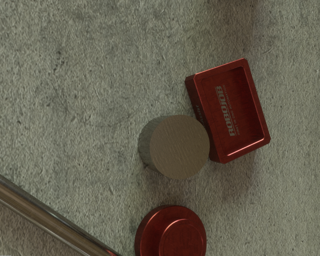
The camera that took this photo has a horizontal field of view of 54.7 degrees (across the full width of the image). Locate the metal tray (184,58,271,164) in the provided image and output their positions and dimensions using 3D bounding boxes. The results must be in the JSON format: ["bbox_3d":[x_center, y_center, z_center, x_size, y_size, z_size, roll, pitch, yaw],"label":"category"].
[{"bbox_3d":[0.098,-0.025,0.444,0.091,0.030,0.129,-21,97,-19],"label":"metal tray"}]

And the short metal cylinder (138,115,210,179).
[{"bbox_3d":[0.017,0.023,0.403,0.081,0.050,0.079,0,90,-21],"label":"short metal cylinder"}]

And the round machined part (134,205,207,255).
[{"bbox_3d":[0.020,0.150,0.400,0.099,0.042,0.097,5,79,-26],"label":"round machined part"}]

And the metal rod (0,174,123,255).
[{"bbox_3d":[-0.096,0.137,0.374,0.300,0.025,0.025,40,77,-16],"label":"metal rod"}]
